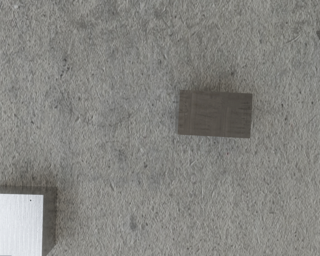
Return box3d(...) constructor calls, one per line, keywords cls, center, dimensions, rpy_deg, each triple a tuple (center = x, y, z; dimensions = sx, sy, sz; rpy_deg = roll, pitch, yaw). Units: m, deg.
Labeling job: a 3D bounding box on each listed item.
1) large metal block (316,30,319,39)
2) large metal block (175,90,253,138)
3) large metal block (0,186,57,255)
box3d(cls="large metal block", center=(0.268, -0.113, 0.399), dimensions=(0.080, 0.050, 0.080), rpy_deg=(-27, 90, 0))
box3d(cls="large metal block", center=(0.061, -0.016, 0.383), dimensions=(0.080, 0.080, 0.050), rpy_deg=(3, 90, 0))
box3d(cls="large metal block", center=(-0.181, 0.119, 0.396), dimensions=(0.081, 0.050, 0.080), rpy_deg=(2, 90, 0))
